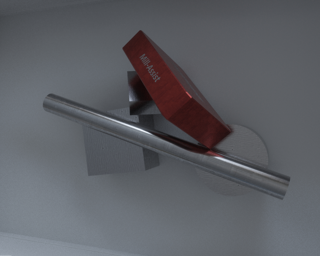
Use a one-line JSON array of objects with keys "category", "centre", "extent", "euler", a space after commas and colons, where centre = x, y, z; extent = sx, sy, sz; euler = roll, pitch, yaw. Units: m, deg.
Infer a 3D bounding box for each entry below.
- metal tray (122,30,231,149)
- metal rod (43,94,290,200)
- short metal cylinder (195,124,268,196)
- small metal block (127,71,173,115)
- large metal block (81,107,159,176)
[{"category": "metal tray", "centre": [0.016, -0.044, 0.342], "extent": [0.030, 0.090, 0.130], "euler": [-42, 47, 14]}, {"category": "metal rod", "centre": [-0.009, 0.014, 0.357], "extent": [0.301, 0.025, 0.025], "euler": [19, 96, 18]}, {"category": "short metal cylinder", "centre": [0.086, 0.035, 0.365], "extent": [0.080, 0.050, 0.079], "euler": [0, 90, 19]}, {"category": "small metal block", "centre": [-0.013, -0.044, 0.377], "extent": [0.050, 0.025, 0.050], "euler": [-3, 53, -7]}, {"category": "large metal block", "centre": [-0.052, 0.017, 0.413], "extent": [0.080, 0.050, 0.080], "euler": [-8, 87, 19]}]
